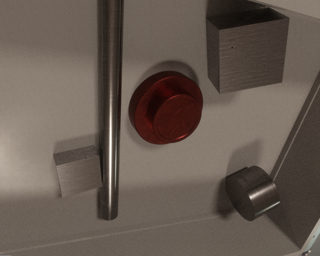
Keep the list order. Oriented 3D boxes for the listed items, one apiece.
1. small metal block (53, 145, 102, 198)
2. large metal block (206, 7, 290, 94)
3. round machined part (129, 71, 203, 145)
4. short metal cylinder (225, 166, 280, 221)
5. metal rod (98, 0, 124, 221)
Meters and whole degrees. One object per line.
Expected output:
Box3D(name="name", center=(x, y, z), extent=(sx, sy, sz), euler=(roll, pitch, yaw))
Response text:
Box3D(name="small metal block", center=(-0.102, 0.054, 0.387), extent=(0.050, 0.025, 0.050), euler=(-13, 124, -22))
Box3D(name="large metal block", center=(0.104, -0.095, 0.380), extent=(0.081, 0.050, 0.079), euler=(-11, 125, -4))
Box3D(name="round machined part", center=(0.013, -0.020, 0.395), extent=(0.099, 0.042, 0.097), euler=(-14, 125, -21))
Box3D(name="short metal cylinder", center=(0.157, 0.111, 0.530), extent=(0.050, 0.080, 0.080), euler=(-22, 127, -15))
Box3D(name="metal rod", center=(-0.060, -0.005, 0.373), extent=(0.025, 0.025, 0.298), euler=(-9, 123, -24))
